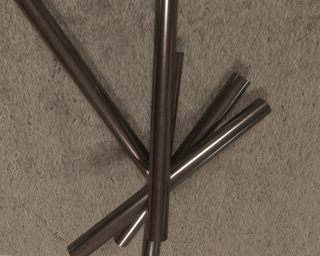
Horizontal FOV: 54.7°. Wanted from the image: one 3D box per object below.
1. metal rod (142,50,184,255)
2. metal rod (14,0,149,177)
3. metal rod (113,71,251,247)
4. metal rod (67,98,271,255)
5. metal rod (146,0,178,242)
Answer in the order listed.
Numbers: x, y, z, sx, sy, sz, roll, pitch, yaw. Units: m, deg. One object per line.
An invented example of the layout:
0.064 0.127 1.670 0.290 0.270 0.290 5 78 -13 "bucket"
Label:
0.001 0.052 0.407 0.025 0.025 0.298 6 102 -3 "metal rod"
-0.092 -0.058 0.386 0.025 0.025 0.299 -31 108 10 "metal rod"
0.022 0.054 0.429 0.025 0.025 0.299 31 107 -11 "metal rod"
0.016 0.061 0.386 0.301 0.025 0.025 -37 107 -6 "metal rod"
0.003 -0.021 0.354 0.025 0.025 0.298 2 92 -1 "metal rod"
